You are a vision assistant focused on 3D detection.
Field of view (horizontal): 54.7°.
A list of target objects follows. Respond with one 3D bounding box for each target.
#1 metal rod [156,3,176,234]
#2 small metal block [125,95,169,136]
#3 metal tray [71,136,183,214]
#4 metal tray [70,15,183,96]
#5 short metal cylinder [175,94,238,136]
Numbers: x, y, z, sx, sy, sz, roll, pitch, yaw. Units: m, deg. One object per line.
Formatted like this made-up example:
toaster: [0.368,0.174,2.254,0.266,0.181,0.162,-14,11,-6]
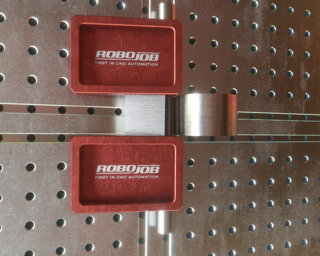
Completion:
metal rod: [0.008,-0.013,0.411,0.025,0.025,0.298,0,90,-20]
small metal block: [-0.016,-0.016,0.392,0.050,0.025,0.050,1,90,11]
metal tray: [-0.039,0.054,0.377,0.131,0.030,0.089,0,90,-8]
metal tray: [-0.040,-0.085,0.377,0.131,0.030,0.089,0,90,-8]
short metal cylinder: [0.060,-0.016,0.402,0.081,0.080,0.050,0,90,-20]
